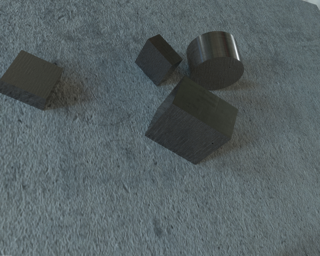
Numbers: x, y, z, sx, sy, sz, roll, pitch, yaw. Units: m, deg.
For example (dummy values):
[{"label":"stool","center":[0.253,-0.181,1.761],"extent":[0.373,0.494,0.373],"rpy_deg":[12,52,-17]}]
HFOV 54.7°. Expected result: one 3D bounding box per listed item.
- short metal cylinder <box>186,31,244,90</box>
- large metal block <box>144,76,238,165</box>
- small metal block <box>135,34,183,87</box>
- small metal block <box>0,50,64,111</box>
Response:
[{"label":"short metal cylinder","center":[0.084,-0.102,0.478],"extent":[0.081,0.080,0.050],"rpy_deg":[8,58,-24]},{"label":"large metal block","center":[0.039,-0.007,0.395],"extent":[0.080,0.080,0.050],"rpy_deg":[31,52,-9]},{"label":"small metal block","center":[-0.003,-0.097,0.447],"extent":[0.050,0.050,0.025],"rpy_deg":[49,51,5]},{"label":"small metal block","center":[-0.148,-0.055,0.359],"extent":[0.050,0.025,0.050],"rpy_deg":[24,53,-14]}]
